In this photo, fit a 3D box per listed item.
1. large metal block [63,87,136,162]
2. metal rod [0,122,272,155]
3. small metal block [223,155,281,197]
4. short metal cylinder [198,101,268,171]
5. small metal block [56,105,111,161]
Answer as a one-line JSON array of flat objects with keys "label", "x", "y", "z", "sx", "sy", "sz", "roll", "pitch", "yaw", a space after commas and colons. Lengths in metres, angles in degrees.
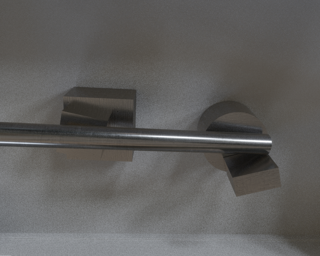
[{"label": "large metal block", "x": -0.073, "y": -0.006, "z": 0.392, "sx": 0.081, "sy": 0.050, "sz": 0.079, "roll": 2, "pitch": 110, "yaw": -2}, {"label": "metal rod", "x": -0.024, "y": 0.012, "z": 0.339, "sx": 0.302, "sy": 0.025, "sz": 0.025, "roll": 3, "pitch": 110, "yaw": -10}, {"label": "small metal block", "x": 0.106, "y": 0.051, "z": 0.362, "sx": 0.050, "sy": 0.050, "sz": 0.025, "roll": -14, "pitch": 110, "yaw": 4}, {"label": "short metal cylinder", "x": 0.092, "y": 0.010, "z": 0.401, "sx": 0.081, "sy": 0.050, "sz": 0.079, "roll": 0, "pitch": 110, "yaw": -1}, {"label": "small metal block", "x": -0.088, "y": 0.005, "z": 0.357, "sx": 0.050, "sy": 0.025, "sz": 0.050, "roll": 12, "pitch": 109, "yaw": -5}]
